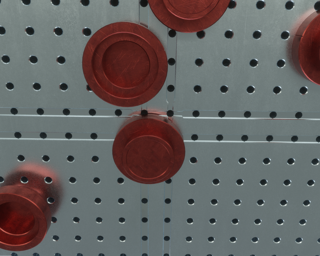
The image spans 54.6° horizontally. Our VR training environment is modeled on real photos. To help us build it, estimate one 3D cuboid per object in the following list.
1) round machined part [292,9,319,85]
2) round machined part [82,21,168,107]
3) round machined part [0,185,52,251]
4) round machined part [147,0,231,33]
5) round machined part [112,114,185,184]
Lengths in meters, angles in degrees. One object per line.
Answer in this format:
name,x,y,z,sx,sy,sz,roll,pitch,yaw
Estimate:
round machined part,0.215,-0.096,0.370,0.099,0.042,0.097,0,110,0
round machined part,-0.040,-0.078,0.375,0.099,0.042,0.097,0,110,0
round machined part,-0.206,0.125,0.449,0.099,0.042,0.097,0,110,0
round machined part,0.033,-0.157,0.347,0.099,0.042,0.097,0,110,0
round machined part,-0.015,0.034,0.417,0.099,0.042,0.097,0,110,0
